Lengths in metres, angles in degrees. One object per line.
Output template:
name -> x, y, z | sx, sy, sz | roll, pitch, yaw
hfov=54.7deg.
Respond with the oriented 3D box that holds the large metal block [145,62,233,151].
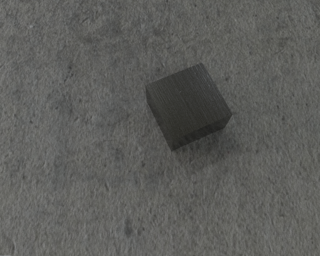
large metal block -> 0.035, -0.027, 0.405 | 0.080, 0.050, 0.080 | -23, 72, -9
